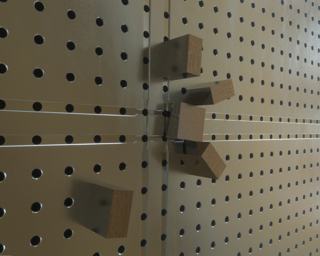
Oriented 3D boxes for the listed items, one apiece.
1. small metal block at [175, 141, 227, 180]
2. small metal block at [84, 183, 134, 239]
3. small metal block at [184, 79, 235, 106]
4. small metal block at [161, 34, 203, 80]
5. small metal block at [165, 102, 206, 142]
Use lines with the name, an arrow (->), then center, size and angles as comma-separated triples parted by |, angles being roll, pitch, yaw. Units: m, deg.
small metal block -> 0.059, 0.045, 0.445 | 0.025, 0.050, 0.050 | -52, 121, -27
small metal block -> -0.058, 0.091, 0.346 | 0.025, 0.050, 0.050 | 13, 82, -40
small metal block -> 0.073, -0.052, 0.457 | 0.050, 0.050, 0.025 | -23, 105, -38
small metal block -> 0.029, -0.094, 0.419 | 0.025, 0.050, 0.050 | 7, 86, -40
small metal block -> 0.037, -0.007, 0.442 | 0.050, 0.025, 0.050 | 11, 83, -40
